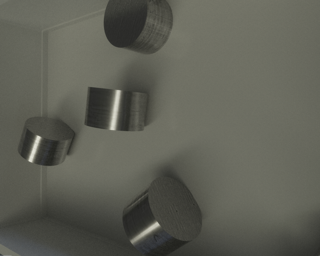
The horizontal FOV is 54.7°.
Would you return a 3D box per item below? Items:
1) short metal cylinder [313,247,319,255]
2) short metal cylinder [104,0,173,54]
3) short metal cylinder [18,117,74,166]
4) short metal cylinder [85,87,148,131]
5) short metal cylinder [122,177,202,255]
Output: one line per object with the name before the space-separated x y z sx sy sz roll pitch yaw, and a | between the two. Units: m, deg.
short metal cylinder | 0.163 0.136 0.256 0.080 0.050 0.080 0 90 40
short metal cylinder | -0.030 -0.143 0.415 0.080 0.050 0.080 0 90 40
short metal cylinder | -0.196 0.022 0.533 0.080 0.081 0.050 38 113 33
short metal cylinder | -0.059 -0.026 0.420 0.080 0.081 0.050 11 97 39
short metal cylinder | 0.003 0.105 0.369 0.050 0.081 0.080 -44 64 31
